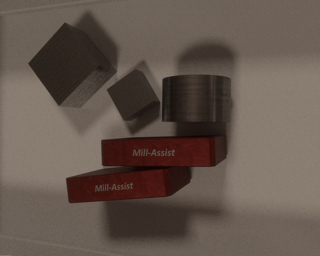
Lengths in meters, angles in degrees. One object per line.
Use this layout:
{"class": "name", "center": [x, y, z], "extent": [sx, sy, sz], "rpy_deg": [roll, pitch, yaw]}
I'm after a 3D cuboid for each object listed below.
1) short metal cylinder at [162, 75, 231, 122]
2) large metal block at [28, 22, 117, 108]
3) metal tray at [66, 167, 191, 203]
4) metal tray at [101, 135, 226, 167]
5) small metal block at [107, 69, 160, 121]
{"class": "short metal cylinder", "center": [0.043, -0.032, 0.366], "extent": [0.080, 0.080, 0.050], "rpy_deg": [1, 91, 19]}
{"class": "large metal block", "center": [-0.123, -0.086, 0.439], "extent": [0.080, 0.050, 0.080], "rpy_deg": [-42, 77, 15]}
{"class": "metal tray", "center": [-0.037, 0.066, 0.387], "extent": [0.130, 0.090, 0.030], "rpy_deg": [-8, 87, 19]}
{"class": "metal tray", "center": [0.008, 0.026, 0.372], "extent": [0.130, 0.090, 0.030], "rpy_deg": [-2, 90, 19]}
{"class": "small metal block", "center": [-0.036, -0.044, 0.422], "extent": [0.050, 0.025, 0.050], "rpy_deg": [-32, 80, 16]}
